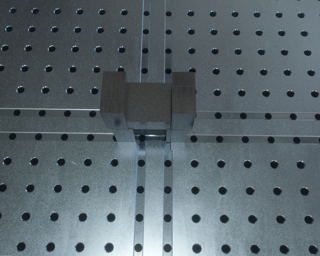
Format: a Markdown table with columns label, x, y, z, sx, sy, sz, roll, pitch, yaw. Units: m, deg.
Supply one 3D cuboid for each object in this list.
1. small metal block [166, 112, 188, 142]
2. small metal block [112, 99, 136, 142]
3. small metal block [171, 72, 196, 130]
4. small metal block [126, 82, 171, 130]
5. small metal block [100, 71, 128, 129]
| label | x | y | z | sx | sy | sz | roll | pitch | yaw |
| --- | --- | --- | --- | --- | --- | --- | --- | --- | --- |
| small metal block | 0.020 | -0.013 | 0.403 | 0.025 | 0.050 | 0.050 | -1 | 70 | -1 |
| small metal block | -0.045 | -0.013 | 0.402 | 0.025 | 0.050 | 0.050 | 1 | 70 | 0 |
| small metal block | 0.026 | -0.030 | 0.355 | 0.025 | 0.050 | 0.050 | 1 | 70 | 0 |
| small metal block | -0.013 | -0.026 | 0.369 | 0.050 | 0.025 | 0.050 | 1 | 70 | 0 |
| small metal block | -0.050 | -0.030 | 0.355 | 0.025 | 0.050 | 0.050 | 1 | 70 | 0 |
